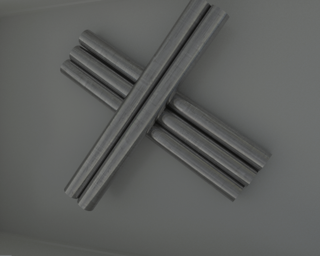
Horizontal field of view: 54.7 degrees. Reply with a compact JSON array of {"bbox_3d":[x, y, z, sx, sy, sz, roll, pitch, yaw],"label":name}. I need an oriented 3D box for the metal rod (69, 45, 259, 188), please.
[{"bbox_3d":[-0.006,-0.024,0.411,0.300,0.025,0.025,36,102,16],"label":"metal rod"}]

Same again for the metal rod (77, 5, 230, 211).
[{"bbox_3d":[-0.015,-0.016,0.388,0.025,0.025,0.299,39,102,16],"label":"metal rod"}]

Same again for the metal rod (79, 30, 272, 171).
[{"bbox_3d":[0.009,-0.045,0.406,0.300,0.025,0.025,36,102,16],"label":"metal rod"}]

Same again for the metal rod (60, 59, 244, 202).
[{"bbox_3d":[-0.021,-0.005,0.416,0.300,0.025,0.025,36,102,16],"label":"metal rod"}]

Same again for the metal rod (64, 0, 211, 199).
[{"bbox_3d":[-0.035,-0.030,0.395,0.025,0.025,0.299,39,102,16],"label":"metal rod"}]
